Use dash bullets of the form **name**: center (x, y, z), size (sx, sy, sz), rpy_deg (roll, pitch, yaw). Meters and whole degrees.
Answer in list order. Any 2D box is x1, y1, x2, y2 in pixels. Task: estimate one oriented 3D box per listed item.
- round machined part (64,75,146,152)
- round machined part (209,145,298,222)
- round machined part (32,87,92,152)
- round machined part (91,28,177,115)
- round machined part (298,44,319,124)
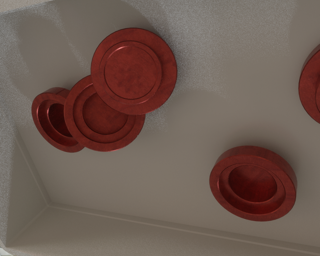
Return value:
- **round machined part**: center (-0.069, -0.020, 0.398), size (0.099, 0.042, 0.097), rpy_deg (0, 93, -7)
- **round machined part**: center (0.114, 0.062, 0.376), size (0.098, 0.042, 0.097), rpy_deg (13, 124, 20)
- **round machined part**: center (-0.136, -0.016, 0.457), size (0.098, 0.042, 0.097), rpy_deg (13, 124, 20)
- **round machined part**: center (-0.030, -0.062, 0.348), size (0.099, 0.042, 0.097), rpy_deg (1, 102, 3)
- **round machined part**: center (0.179, -0.037, 0.281), size (0.098, 0.042, 0.097), rpy_deg (13, 124, 20)
